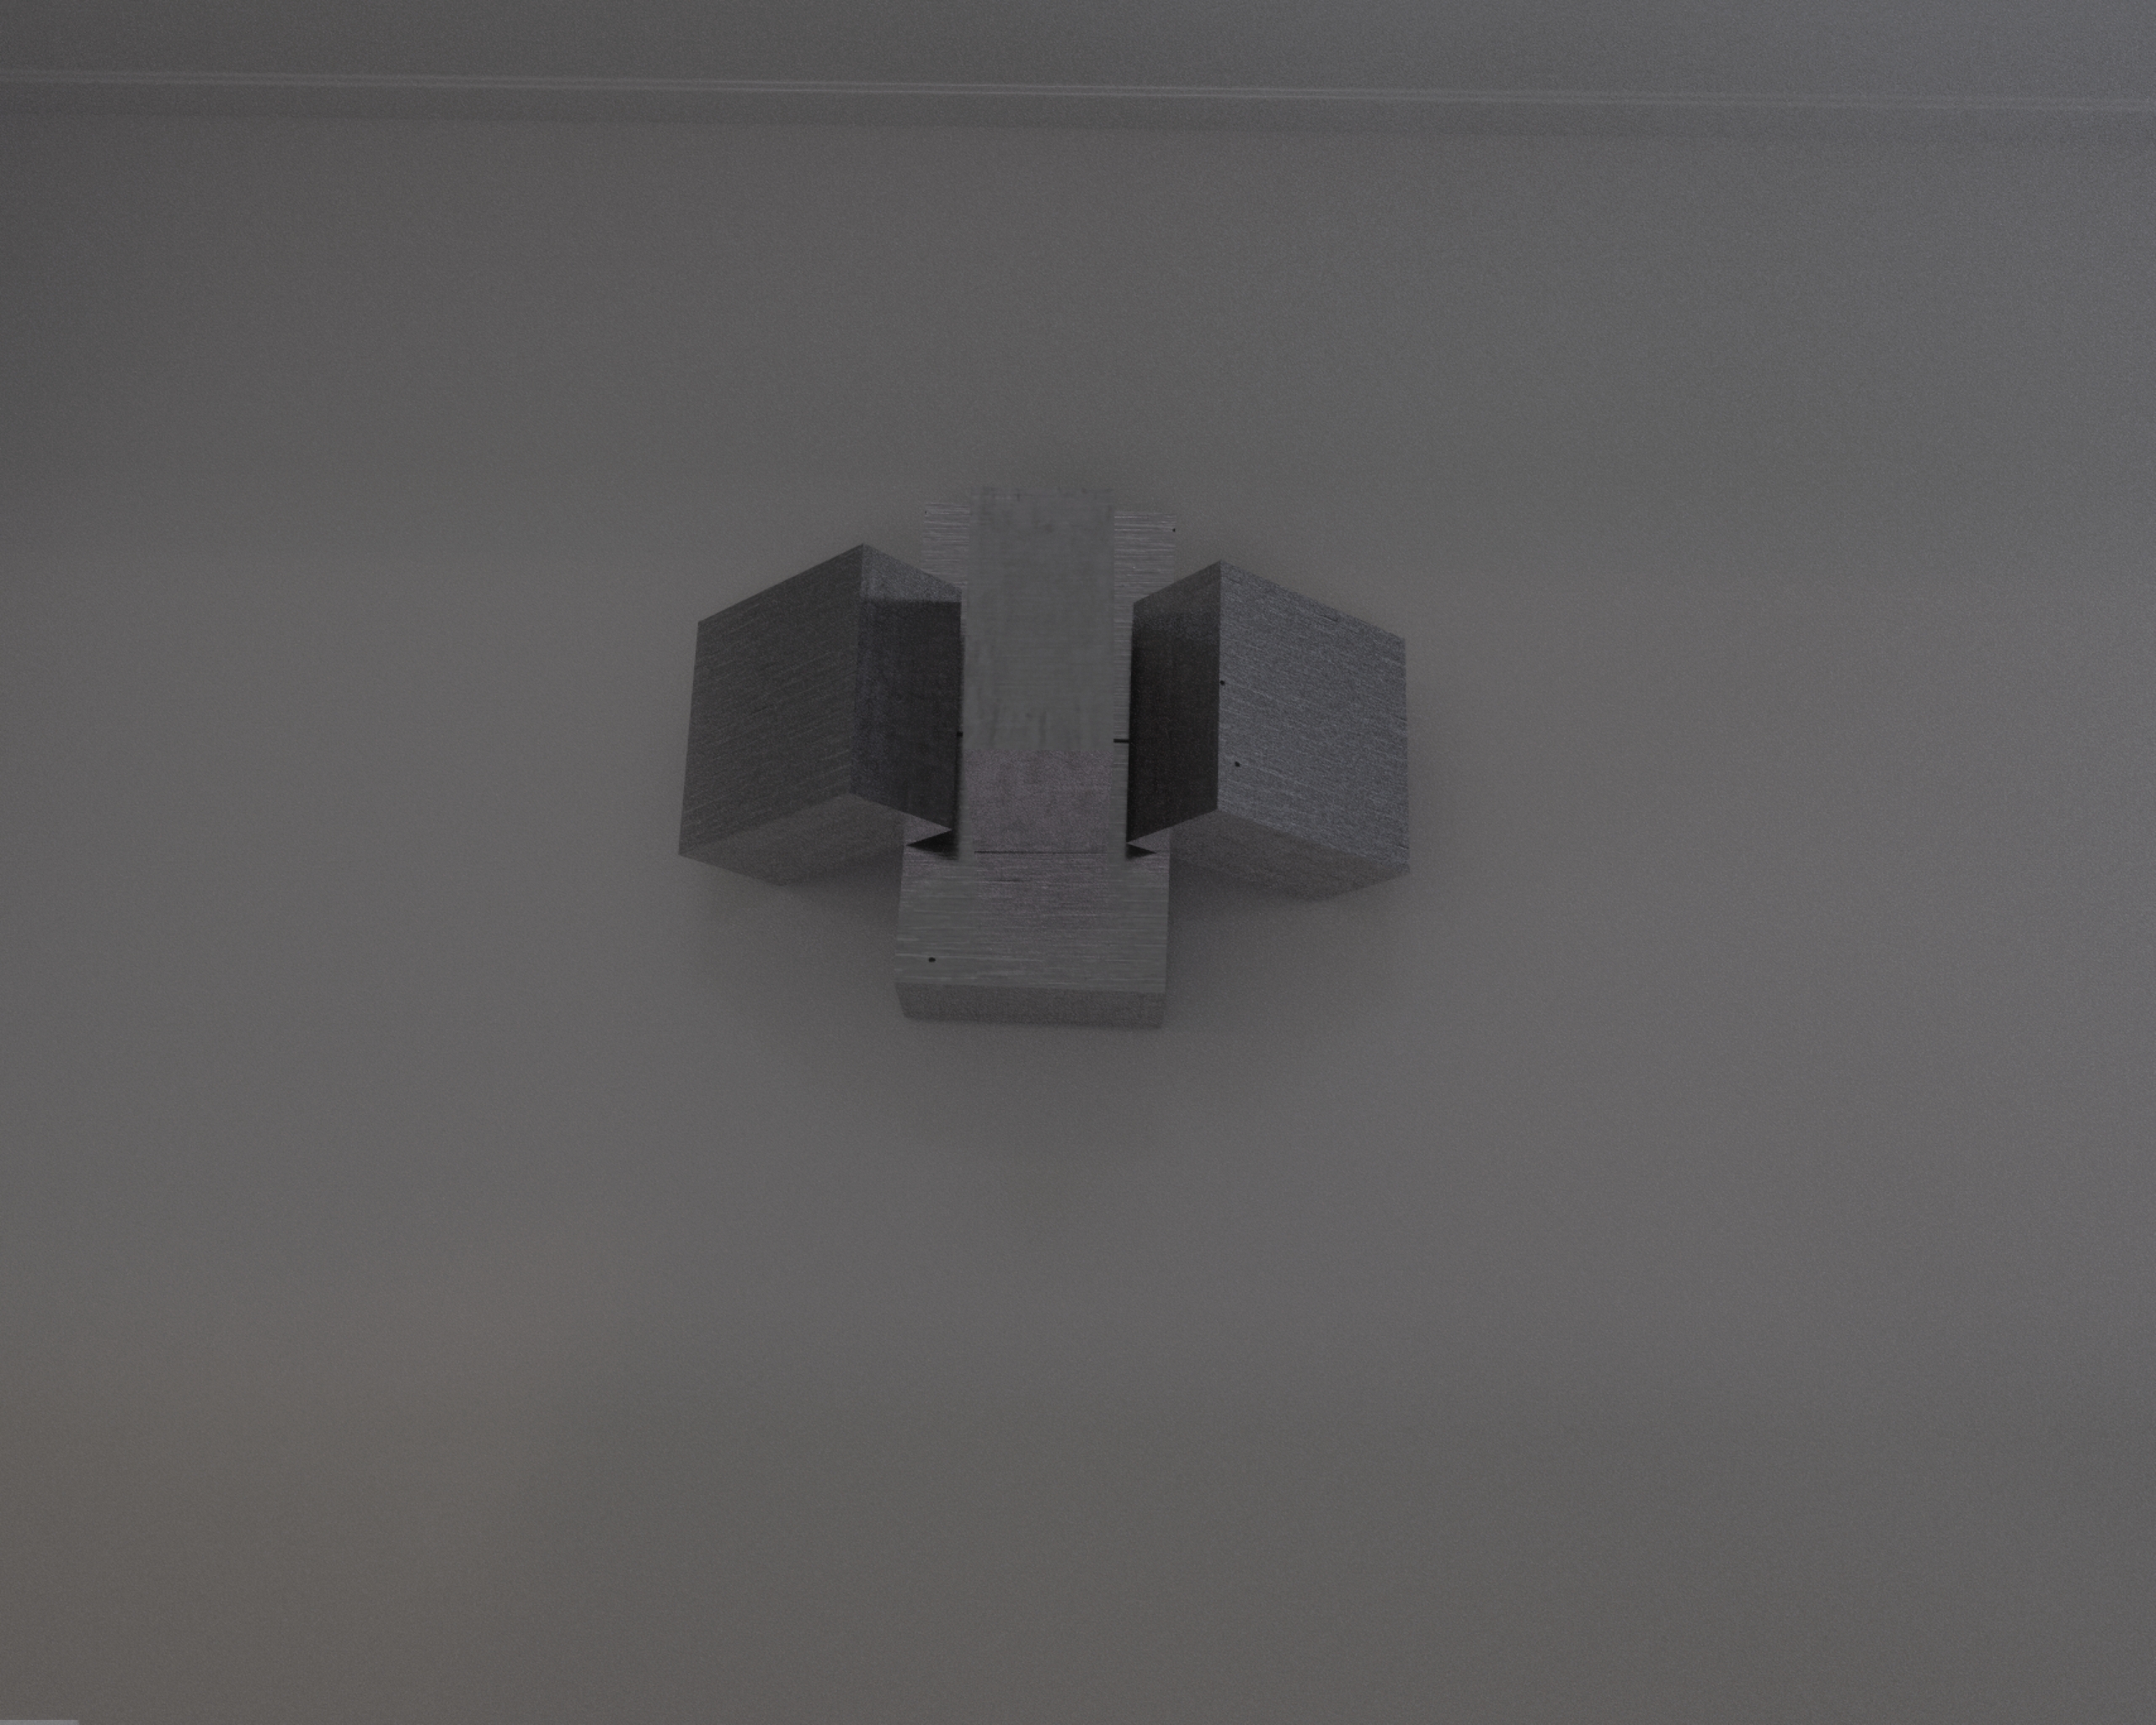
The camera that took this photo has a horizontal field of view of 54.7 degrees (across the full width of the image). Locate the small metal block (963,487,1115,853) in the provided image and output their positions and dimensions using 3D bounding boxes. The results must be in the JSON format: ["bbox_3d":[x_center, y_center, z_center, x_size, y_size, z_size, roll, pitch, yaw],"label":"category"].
[{"bbox_3d":[-0.007,-0.034,0.379,0.025,0.050,0.050,1,70,0],"label":"small metal block"}]

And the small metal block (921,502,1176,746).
[{"bbox_3d":[-0.007,-0.044,0.423,0.050,0.025,0.050,3,70,0],"label":"small metal block"}]

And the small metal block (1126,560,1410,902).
[{"bbox_3d":[0.037,-0.024,0.404,0.050,0.025,0.050,17,66,-36],"label":"small metal block"}]

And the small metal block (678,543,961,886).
[{"bbox_3d":[-0.050,-0.027,0.403,0.050,0.025,0.050,-17,64,40],"label":"small metal block"}]

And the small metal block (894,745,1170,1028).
[{"bbox_3d":[-0.008,0.004,0.406,0.050,0.025,0.050,2,70,1],"label":"small metal block"}]
